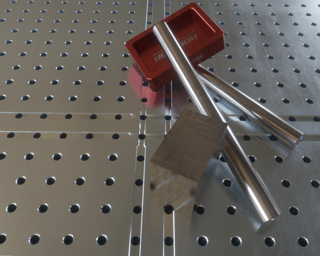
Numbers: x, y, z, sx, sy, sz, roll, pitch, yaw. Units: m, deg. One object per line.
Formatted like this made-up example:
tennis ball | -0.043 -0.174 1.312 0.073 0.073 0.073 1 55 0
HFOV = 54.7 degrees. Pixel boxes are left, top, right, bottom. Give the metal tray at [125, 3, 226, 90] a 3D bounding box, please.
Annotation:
metal tray | 0.022 -0.128 0.479 0.130 0.030 0.090 -31 60 0

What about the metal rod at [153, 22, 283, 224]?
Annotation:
metal rod | 0.060 -0.025 0.393 0.025 0.025 0.299 -19 64 -15

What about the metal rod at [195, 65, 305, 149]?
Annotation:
metal rod | 0.078 -0.070 0.467 0.025 0.025 0.300 -34 58 -25

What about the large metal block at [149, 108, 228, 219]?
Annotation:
large metal block | 0.031 0.039 0.340 0.050 0.080 0.080 22 53 17
